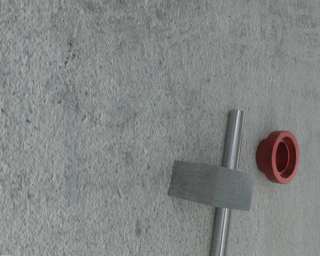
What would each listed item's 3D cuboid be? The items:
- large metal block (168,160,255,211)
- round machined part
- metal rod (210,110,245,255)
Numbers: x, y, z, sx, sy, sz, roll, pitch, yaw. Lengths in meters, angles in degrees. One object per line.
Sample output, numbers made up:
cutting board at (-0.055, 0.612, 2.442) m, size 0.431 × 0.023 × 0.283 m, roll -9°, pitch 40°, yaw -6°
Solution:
large metal block at (0.071, 0.080, 0.431) m, size 0.080 × 0.080 × 0.050 m, roll 18°, pitch 79°, yaw -39°
round machined part at (0.217, 0.054, 0.579) m, size 0.099 × 0.042 × 0.097 m, roll 0°, pitch 90°, yaw -40°
metal rod at (0.105, 0.118, 0.496) m, size 0.025 × 0.025 × 0.298 m, roll 16°, pitch 80°, yaw -39°
